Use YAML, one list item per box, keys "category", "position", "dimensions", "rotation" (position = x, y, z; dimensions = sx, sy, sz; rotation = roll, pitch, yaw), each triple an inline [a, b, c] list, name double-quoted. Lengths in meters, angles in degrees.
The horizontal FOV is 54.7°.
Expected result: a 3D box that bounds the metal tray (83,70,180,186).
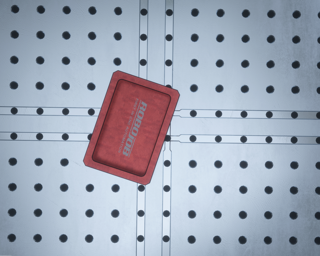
- category: "metal tray"
  position: [-0.036, 0.000, 0.410]
  dimensions: [0.090, 0.030, 0.129]
  rotation: [19, 90, -1]
